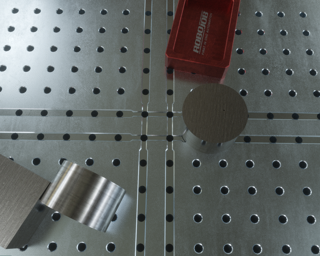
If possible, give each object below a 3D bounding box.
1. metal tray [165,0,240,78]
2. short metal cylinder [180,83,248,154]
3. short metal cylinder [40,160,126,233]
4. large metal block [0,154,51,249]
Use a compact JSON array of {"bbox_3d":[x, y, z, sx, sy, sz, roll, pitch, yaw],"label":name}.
[{"bbox_3d":[0.064,-0.145,0.462,0.090,0.030,0.130,12,70,4],"label":"metal tray"},{"bbox_3d":[0.068,-0.011,0.403,0.081,0.050,0.080,0,70,0],"label":"short metal cylinder"},{"bbox_3d":[-0.086,0.078,0.353,0.080,0.080,0.050,24,72,8],"label":"short metal cylinder"},{"bbox_3d":[-0.178,0.085,0.366,0.080,0.050,0.080,27,72,9],"label":"large metal block"}]
